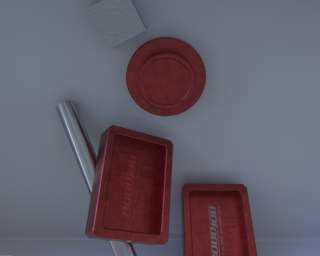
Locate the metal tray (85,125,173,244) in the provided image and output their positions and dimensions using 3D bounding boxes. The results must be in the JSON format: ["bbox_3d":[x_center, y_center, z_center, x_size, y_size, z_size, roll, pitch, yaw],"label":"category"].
[{"bbox_3d":[-0.033,0.069,0.376,0.091,0.130,0.030,16,152,-24],"label":"metal tray"}]

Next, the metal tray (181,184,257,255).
[{"bbox_3d":[0.076,0.141,0.413,0.091,0.130,0.030,1,148,-1],"label":"metal tray"}]

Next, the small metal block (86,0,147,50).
[{"bbox_3d":[-0.050,-0.127,0.364,0.050,0.025,0.050,-25,109,8],"label":"small metal block"}]

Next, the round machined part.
[{"bbox_3d":[0.007,-0.060,0.380,0.099,0.042,0.097,0,110,-1],"label":"round machined part"}]

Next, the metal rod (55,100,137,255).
[{"bbox_3d":[-0.063,0.105,0.379,0.025,0.025,0.299,-25,82,8],"label":"metal rod"}]
